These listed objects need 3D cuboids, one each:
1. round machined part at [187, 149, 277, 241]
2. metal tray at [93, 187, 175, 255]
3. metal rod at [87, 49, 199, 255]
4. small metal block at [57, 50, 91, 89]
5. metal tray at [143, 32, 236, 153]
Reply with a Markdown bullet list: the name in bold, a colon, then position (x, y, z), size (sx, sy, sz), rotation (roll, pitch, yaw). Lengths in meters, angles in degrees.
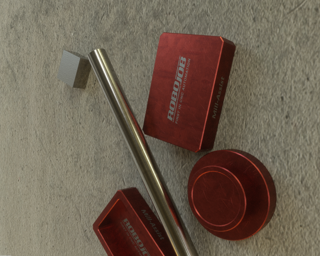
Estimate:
- **round machined part**: position (0.070, 0.073, 0.335), size (0.098, 0.042, 0.097), rotation (0, 90, 39)
- **metal tray**: position (-0.033, 0.159, 0.426), size (0.130, 0.030, 0.090), rotation (50, 119, 28)
- **metal rod**: position (-0.021, 0.037, 0.387), size (0.025, 0.025, 0.299), rotation (-30, 82, 36)
- **small metal block**: position (-0.144, -0.099, 0.521), size (0.050, 0.025, 0.050), rotation (30, 109, 35)
- **metal tray**: position (0.031, -0.045, 0.374), size (0.090, 0.030, 0.129), rotation (18, 101, 38)
